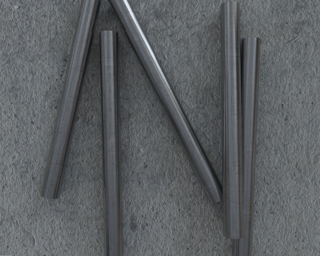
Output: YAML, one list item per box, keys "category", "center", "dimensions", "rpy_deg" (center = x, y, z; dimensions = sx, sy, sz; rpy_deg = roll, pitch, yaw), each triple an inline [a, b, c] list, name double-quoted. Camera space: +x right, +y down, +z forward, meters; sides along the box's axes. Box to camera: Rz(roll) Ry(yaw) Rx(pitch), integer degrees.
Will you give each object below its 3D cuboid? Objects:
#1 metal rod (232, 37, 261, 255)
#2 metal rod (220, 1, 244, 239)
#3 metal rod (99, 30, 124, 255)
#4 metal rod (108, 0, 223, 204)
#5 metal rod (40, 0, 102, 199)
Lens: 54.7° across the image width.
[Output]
- category: "metal rod"
  center: [0.114, 0.032, 0.410]
  dimensions: [0.025, 0.025, 0.298]
  rpy_deg: [2, 90, 0]
- category: "metal rod"
  center: [0.092, -0.014, 0.399]
  dimensions: [0.025, 0.025, 0.298]
  rpy_deg: [0, 86, 0]
- category: "metal rod"
  center: [-0.064, 0.024, 0.409]
  dimensions: [0.025, 0.025, 0.298]
  rpy_deg: [-1, 90, 0]
- category: "metal rod"
  center: [0.010, -0.040, 0.409]
  dimensions: [0.025, 0.025, 0.299]
  rpy_deg: [-27, 90, 0]
- category: "metal rod"
  center: [-0.114, -0.056, 0.408]
  dimensions: [0.025, 0.025, 0.298]
  rpy_deg: [12, 90, 0]
